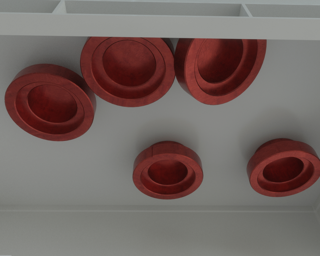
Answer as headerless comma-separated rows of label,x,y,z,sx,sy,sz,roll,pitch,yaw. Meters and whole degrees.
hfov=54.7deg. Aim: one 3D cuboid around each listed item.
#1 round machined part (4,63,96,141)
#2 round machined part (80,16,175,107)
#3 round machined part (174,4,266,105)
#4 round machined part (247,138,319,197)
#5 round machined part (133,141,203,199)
round machined part,-0.125,-0.034,0.367,0.099,0.042,0.097,-1,130,0
round machined part,-0.032,-0.073,0.334,0.099,0.042,0.097,0,131,0
round machined part,0.056,-0.076,0.317,0.099,0.042,0.097,-15,125,-23
round machined part,0.174,0.053,0.446,0.099,0.042,0.097,-1,130,0
round machined part,0.011,0.057,0.446,0.099,0.042,0.097,-1,130,0
